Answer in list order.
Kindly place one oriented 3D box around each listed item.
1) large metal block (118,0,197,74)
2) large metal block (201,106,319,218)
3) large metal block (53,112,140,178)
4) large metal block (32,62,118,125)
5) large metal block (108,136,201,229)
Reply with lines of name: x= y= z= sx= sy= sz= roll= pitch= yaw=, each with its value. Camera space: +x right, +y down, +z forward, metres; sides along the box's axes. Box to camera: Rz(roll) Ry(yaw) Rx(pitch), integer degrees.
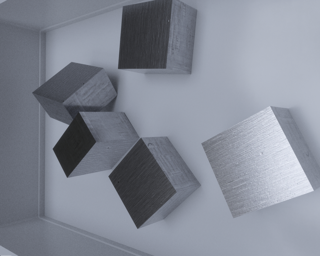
large metal block: x=-0.004 y=-0.111 z=0.392 sx=0.080 sy=0.050 sz=0.079 roll=9 pitch=95 yaw=39
large metal block: x=0.101 y=0.034 z=0.307 sx=0.080 sy=0.050 sz=0.080 roll=-33 pitch=70 yaw=35
large metal block: x=-0.091 y=0.022 z=0.442 sx=0.080 sy=0.081 sz=0.050 roll=-47 pitch=65 yaw=29
large metal block: x=-0.127 y=-0.051 z=0.465 sx=0.080 sy=0.080 sz=0.050 roll=18 pitch=145 yaw=38
large metal block: x=-0.009 y=0.068 z=0.396 sx=0.080 sy=0.050 sz=0.080 roll=-49 pitch=61 yaw=28
